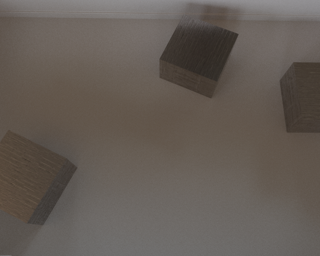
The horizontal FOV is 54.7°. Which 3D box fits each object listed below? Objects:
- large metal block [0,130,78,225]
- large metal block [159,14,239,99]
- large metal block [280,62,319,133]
[{"bbox_3d":[-0.161,0.060,0.373,0.080,0.050,0.080,25,72,8],"label":"large metal block"},{"bbox_3d":[0.053,-0.100,0.433,0.080,0.050,0.080,23,72,8],"label":"large metal block"},{"bbox_3d":[0.213,-0.039,0.412,0.080,0.050,0.080,1,70,0],"label":"large metal block"}]
